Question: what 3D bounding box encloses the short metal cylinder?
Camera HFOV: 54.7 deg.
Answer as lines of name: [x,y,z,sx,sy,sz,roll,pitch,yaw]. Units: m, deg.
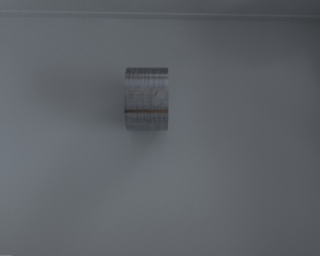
short metal cylinder: [-0.016,-0.036,0.391,0.050,0.080,0.080,0,70,0]
